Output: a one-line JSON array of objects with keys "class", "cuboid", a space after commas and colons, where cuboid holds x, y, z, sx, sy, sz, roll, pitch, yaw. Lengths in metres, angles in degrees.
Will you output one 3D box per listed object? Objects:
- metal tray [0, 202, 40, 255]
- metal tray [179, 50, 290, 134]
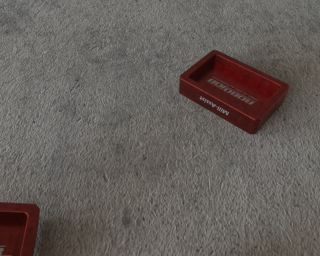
[{"class": "metal tray", "cuboid": [-0.184, 0.113, 0.279, 0.131, 0.030, 0.090, 8, 48, -17]}, {"class": "metal tray", "cuboid": [0.104, -0.057, 0.447, 0.130, 0.030, 0.090, 34, 58, 25]}]
